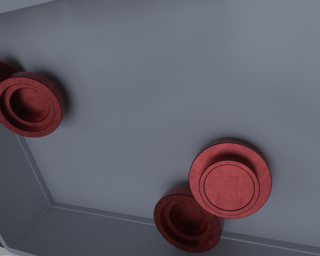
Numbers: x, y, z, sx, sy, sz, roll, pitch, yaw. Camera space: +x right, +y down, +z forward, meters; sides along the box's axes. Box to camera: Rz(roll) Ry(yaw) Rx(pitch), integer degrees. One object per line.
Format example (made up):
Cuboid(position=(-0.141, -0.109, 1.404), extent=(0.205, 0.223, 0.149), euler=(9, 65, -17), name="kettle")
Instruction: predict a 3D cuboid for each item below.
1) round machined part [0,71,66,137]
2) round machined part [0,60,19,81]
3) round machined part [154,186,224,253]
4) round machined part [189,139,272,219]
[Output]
Cuboid(position=(-0.189, -0.038, 0.459), extent=(0.099, 0.042, 0.097), euler=(0, 120, 0), name="round machined part")
Cuboid(position=(-0.260, -0.058, 0.471), extent=(0.042, 0.099, 0.097), euler=(31, 136, 47), name="round machined part")
Cuboid(position=(0.044, 0.126, 0.447), extent=(0.098, 0.042, 0.097), euler=(9, 115, 21), name="round machined part")
Cuboid(position=(0.083, 0.065, 0.372), extent=(0.098, 0.042, 0.097), euler=(3, 101, 13), name="round machined part")
